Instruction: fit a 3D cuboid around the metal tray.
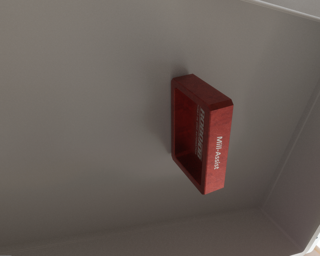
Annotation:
[{"bbox_3d":[0.048,0.008,0.393,0.030,0.090,0.129,-16,125,-21],"label":"metal tray"}]
